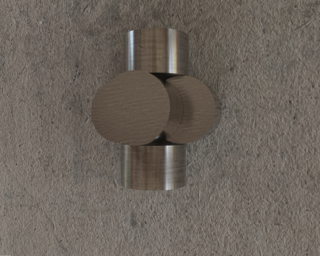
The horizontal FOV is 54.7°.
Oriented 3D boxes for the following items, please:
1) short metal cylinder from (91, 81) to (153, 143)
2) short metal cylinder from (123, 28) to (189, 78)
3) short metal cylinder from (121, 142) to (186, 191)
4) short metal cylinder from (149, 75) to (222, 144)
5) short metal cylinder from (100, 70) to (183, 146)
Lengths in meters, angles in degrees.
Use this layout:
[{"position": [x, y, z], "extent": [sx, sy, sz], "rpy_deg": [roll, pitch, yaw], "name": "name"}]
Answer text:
[{"position": [-0.043, -0.021, 0.411], "extent": [0.080, 0.050, 0.079], "rpy_deg": [0, 90, 19], "name": "short metal cylinder"}, {"position": [-0.005, -0.086, 0.382], "extent": [0.080, 0.080, 0.050], "rpy_deg": [0, 90, 19], "name": "short metal cylinder"}, {"position": [-0.008, 0.044, 0.383], "extent": [0.080, 0.080, 0.050], "rpy_deg": [0, 90, 19], "name": "short metal cylinder"}, {"position": [0.033, -0.022, 0.385], "extent": [0.080, 0.050, 0.079], "rpy_deg": [0, 90, 19], "name": "short metal cylinder"}, {"position": [-0.019, -0.021, 0.349], "extent": [0.080, 0.050, 0.079], "rpy_deg": [0, 90, 19], "name": "short metal cylinder"}]
